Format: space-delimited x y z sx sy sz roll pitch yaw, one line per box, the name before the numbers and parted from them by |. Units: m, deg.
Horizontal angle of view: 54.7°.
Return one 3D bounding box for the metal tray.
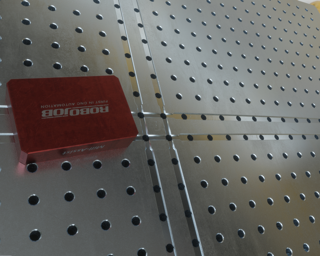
metal tray | -0.100 -0.015 0.361 0.131 0.030 0.090 -9 66 -32
